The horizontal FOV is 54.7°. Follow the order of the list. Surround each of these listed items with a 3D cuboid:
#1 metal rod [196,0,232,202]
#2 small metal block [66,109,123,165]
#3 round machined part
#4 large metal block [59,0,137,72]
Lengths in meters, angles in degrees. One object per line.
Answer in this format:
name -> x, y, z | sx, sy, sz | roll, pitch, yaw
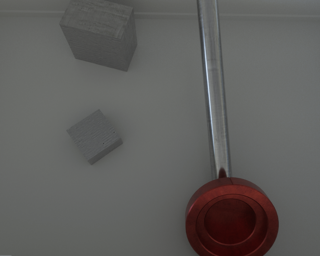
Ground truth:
metal rod -> 0.065, -0.061, 0.373 | 0.025, 0.025, 0.298 | -5, 93, -2
small metal block -> -0.084, 0.012, 0.404 | 0.050, 0.025, 0.050 | -35, 74, -12
round machined part -> 0.078, 0.101, 0.349 | 0.099, 0.042, 0.097 | 0, 102, 2
large metal block -> -0.080, -0.128, 0.426 | 0.080, 0.080, 0.050 | 15, 71, 5
